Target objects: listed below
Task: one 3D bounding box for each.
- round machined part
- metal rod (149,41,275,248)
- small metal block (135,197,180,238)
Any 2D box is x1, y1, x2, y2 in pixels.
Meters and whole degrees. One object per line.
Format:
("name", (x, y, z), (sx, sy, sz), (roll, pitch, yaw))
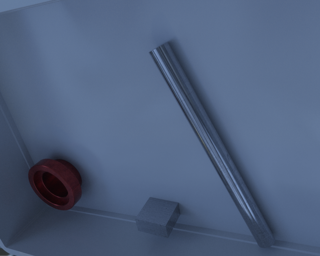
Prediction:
("round machined part", (-0.179, 0.094, 0.547), (0.098, 0.042, 0.097), (13, 124, 20))
("metal rod", (0.072, 0.032, 0.389), (0.025, 0.025, 0.299), (-20, 108, 35))
("small metal block", (-0.002, 0.136, 0.477), (0.050, 0.050, 0.025), (5, 121, 25))
